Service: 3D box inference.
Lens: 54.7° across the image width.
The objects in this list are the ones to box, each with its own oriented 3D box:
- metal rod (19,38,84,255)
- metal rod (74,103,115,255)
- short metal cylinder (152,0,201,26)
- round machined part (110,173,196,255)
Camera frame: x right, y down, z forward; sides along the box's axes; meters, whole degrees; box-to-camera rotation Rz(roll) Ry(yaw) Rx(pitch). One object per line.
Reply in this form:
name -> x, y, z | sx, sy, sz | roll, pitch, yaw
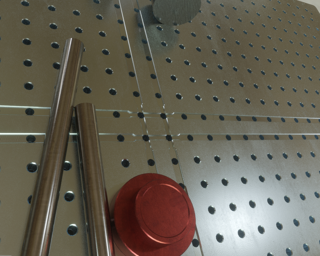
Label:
metal rod -> -0.113, 0.017, 0.337 | 0.025, 0.025, 0.299 | 13, 56, -21
metal rod -> -0.060, 0.108, 0.310 | 0.025, 0.025, 0.299 | 1, 61, -28
short metal cylinder -> 0.025, -0.221, 0.523 | 0.081, 0.080, 0.050 | 6, 59, -26
round machined part -> -0.003, 0.095, 0.339 | 0.099, 0.042, 0.098 | 14, 56, -21
